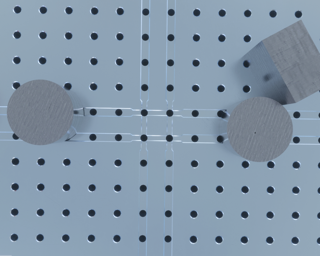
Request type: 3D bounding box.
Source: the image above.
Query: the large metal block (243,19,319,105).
[{"bbox_3d":[0.155,-0.075,0.387,0.050,0.080,0.080,-29,90,0],"label":"large metal block"}]

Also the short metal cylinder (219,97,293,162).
[{"bbox_3d":[0.122,0.002,0.402,0.081,0.050,0.080,0,90,0],"label":"short metal cylinder"}]

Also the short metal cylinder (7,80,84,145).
[{"bbox_3d":[-0.145,-0.019,0.400,0.081,0.050,0.080,0,90,0],"label":"short metal cylinder"}]
